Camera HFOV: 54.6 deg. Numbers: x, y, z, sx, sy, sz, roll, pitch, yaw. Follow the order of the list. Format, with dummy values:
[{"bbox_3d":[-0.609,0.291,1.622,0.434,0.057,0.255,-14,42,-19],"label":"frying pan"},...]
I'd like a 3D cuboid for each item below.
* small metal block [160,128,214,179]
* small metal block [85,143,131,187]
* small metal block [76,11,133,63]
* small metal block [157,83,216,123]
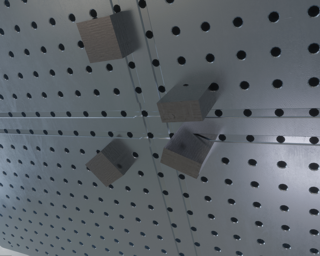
[{"bbox_3d":[0.035,0.031,0.396,0.050,0.050,0.025,23,127,14],"label":"small metal block"},{"bbox_3d":[-0.083,0.059,0.492,0.050,0.025,0.050,48,129,-6],"label":"small metal block"},{"bbox_3d":[-0.067,-0.110,0.379,0.050,0.025,0.050,-1,118,29],"label":"small metal block"},{"bbox_3d":[0.032,-0.030,0.360,0.050,0.050,0.025,-2,118,29],"label":"small metal block"}]
